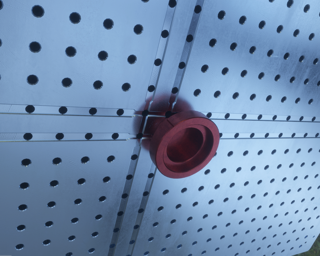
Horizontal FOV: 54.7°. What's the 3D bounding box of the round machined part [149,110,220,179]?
[{"bbox_3d":[0.030,0.019,0.430,0.099,0.042,0.097,-14,125,-21],"label":"round machined part"}]
